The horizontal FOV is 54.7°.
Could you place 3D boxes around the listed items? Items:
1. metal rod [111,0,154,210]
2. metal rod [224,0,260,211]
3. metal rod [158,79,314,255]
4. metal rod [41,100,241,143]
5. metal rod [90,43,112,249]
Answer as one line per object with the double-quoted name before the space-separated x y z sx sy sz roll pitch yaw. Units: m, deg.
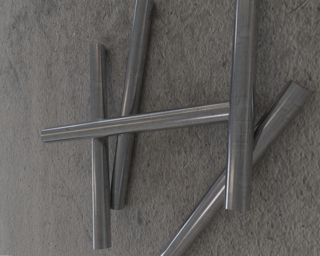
"metal rod" -0.043 -0.030 0.440 0.025 0.025 0.298 15 99 39
"metal rod" 0.085 -0.070 0.313 0.025 0.025 0.298 0 84 40
"metal rod" 0.064 0.078 0.352 0.025 0.025 0.298 45 117 30
"metal rod" -0.042 -0.004 0.404 0.300 0.025 0.025 -7 86 29
"metal rod" -0.089 0.019 0.457 0.025 0.025 0.299 -13 75 39
